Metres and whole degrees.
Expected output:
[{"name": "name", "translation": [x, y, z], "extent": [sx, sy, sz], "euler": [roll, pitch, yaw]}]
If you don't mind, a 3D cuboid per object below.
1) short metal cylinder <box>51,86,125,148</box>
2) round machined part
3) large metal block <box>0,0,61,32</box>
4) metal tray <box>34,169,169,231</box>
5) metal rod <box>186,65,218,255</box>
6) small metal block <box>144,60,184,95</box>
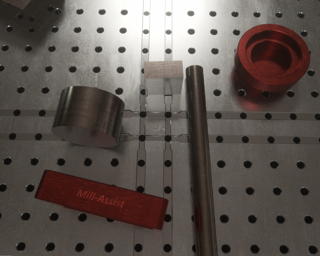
[{"name": "short metal cylinder", "translation": [-0.088, -0.011, 0.386], "extent": [0.080, 0.080, 0.050], "euler": [7, 70, 2]}, {"name": "round machined part", "translation": [0.154, -0.095, 0.439], "extent": [0.099, 0.042, 0.098], "euler": [0, 70, -1]}, {"name": "large metal block", "translation": [-0.208, -0.206, 0.471], "extent": [0.080, 0.050, 0.080], "euler": [26, 72, 8]}, {"name": "metal tray", "translation": [-0.058, 0.084, 0.345], "extent": [0.131, 0.090, 0.030], "euler": [13, 71, 4]}, {"name": "metal rod", "translation": [0.052, 0.057, 0.391], "extent": [0.025, 0.025, 0.299], "euler": [-1, 70, -1]}, {"name": "small metal block", "translation": [0.004, -0.067, 0.423], "extent": [0.050, 0.050, 0.025], "euler": [-2, 70, -1]}]
